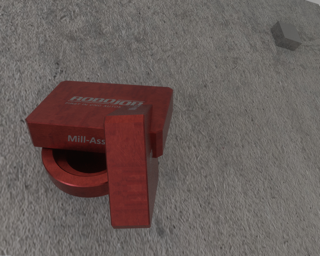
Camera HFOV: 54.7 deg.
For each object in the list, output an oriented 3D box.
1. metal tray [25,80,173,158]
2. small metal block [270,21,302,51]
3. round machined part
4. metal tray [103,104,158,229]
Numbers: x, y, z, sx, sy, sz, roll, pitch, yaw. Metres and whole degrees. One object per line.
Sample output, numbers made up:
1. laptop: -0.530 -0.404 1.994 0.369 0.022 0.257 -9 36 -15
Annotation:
1. metal tray: -0.056 -0.014 0.324 0.131 0.030 0.090 5 34 7
2. small metal block: 0.274 -0.200 0.674 0.050 0.025 0.050 8 58 -24
3. round machined part: -0.067 0.030 0.323 0.099 0.042 0.098 0 48 0
4. metal tray: -0.021 0.025 0.295 0.030 0.130 0.089 -2 99 3
